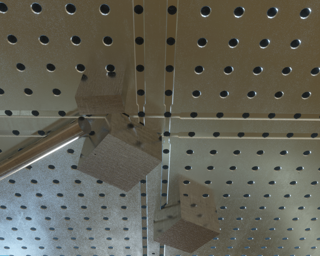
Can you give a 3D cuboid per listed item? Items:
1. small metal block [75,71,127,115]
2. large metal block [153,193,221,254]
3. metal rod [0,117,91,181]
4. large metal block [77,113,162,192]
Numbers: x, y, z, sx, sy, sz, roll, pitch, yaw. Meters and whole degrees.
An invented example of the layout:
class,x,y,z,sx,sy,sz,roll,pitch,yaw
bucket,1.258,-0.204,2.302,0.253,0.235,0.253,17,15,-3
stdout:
class,x,y,z,sx,sy,sz,roll,pitch,yaw
small metal block,-0.066,-0.041,0.359,0.050,0.050,0.025,-3,130,2
large metal block,0.045,0.167,0.539,0.080,0.050,0.080,27,125,-22
metal rod,-0.225,0.058,0.457,0.300,0.025,0.025,-26,126,20
large metal block,-0.054,0.033,0.423,0.080,0.050,0.080,30,124,-24
